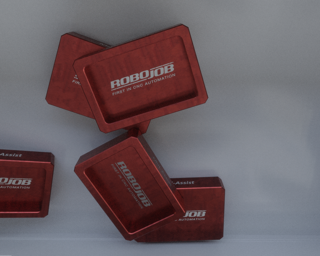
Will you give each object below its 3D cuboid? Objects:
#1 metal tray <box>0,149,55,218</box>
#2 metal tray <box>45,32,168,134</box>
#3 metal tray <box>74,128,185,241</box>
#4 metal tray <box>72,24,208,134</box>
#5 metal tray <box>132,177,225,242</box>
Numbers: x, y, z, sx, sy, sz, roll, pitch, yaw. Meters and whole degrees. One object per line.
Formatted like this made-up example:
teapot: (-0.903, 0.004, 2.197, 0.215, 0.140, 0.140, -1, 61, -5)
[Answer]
metal tray: (-0.214, 0.075, 0.414, 0.131, 0.030, 0.089, 6, 111, -21)
metal tray: (-0.065, -0.055, 0.388, 0.131, 0.030, 0.089, 19, 109, -7)
metal tray: (-0.036, 0.076, 0.403, 0.090, 0.030, 0.130, -28, 108, 10)
metal tray: (-0.020, -0.056, 0.355, 0.131, 0.030, 0.090, -17, 109, 6)
metal tray: (0.026, 0.120, 0.453, 0.131, 0.030, 0.089, -2, 110, 0)
